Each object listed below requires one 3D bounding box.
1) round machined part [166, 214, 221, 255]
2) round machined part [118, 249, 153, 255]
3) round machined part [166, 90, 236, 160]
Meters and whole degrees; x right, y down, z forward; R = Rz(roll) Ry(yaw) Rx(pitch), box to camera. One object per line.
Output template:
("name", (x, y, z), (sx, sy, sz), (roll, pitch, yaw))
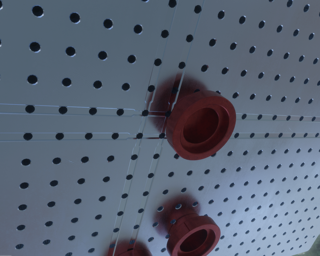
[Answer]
("round machined part", (0.055, 0.193, 0.552), (0.099, 0.042, 0.097), (-14, 125, -21))
("round machined part", (-0.049, 0.262, 0.538), (0.099, 0.042, 0.097), (-14, 125, -21))
("round machined part", (0.052, -0.007, 0.426), (0.099, 0.042, 0.097), (-14, 125, -21))
